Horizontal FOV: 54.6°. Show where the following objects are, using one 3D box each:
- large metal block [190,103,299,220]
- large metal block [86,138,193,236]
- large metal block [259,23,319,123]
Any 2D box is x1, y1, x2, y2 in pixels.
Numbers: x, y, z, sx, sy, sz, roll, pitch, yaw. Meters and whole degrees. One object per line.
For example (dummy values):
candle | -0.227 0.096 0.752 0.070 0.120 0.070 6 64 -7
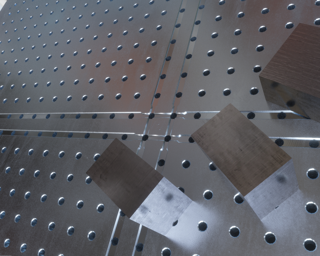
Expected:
large metal block | 0.085 0.035 0.308 0.050 0.080 0.080 -40 51 2
large metal block | -0.021 0.066 0.345 0.080 0.080 0.050 34 81 38
large metal block | 0.170 -0.060 0.340 0.080 0.050 0.080 33 80 38
